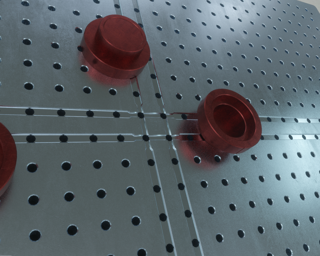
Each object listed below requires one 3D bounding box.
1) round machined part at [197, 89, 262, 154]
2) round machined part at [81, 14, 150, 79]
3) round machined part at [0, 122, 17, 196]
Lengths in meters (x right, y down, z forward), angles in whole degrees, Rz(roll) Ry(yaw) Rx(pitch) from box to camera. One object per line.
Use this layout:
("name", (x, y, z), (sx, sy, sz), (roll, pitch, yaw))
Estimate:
("round machined part", (0.097, -0.006, 0.455), (0.099, 0.042, 0.098), (14, 56, -21))
("round machined part", (-0.058, -0.122, 0.441), (0.099, 0.042, 0.098), (14, 56, -21))
("round machined part", (-0.184, 0.033, 0.278), (0.099, 0.042, 0.098), (14, 56, -21))
